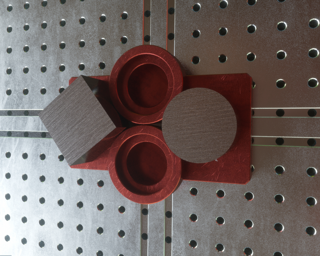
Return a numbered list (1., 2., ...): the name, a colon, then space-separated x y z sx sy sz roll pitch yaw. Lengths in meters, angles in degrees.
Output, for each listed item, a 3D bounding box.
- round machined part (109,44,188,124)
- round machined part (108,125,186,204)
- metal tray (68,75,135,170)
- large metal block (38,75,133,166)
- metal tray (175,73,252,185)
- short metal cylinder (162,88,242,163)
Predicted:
1. round machined part: -0.012 -0.054 0.398 0.098 0.042 0.097 0 90 20
2. round machined part: -0.014 0.045 0.398 0.098 0.042 0.097 0 90 20
3. metal tray: -0.083 -0.007 0.439 0.090 0.030 0.129 1 90 18
4. large metal block: -0.095 -0.009 0.400 0.080 0.050 0.080 -38 78 16
5. metal tray: 0.067 0.000 0.384 0.090 0.030 0.129 1 90 19
6. short metal cylinder: 0.048 -0.003 0.349 0.080 0.050 0.079 0 90 20
